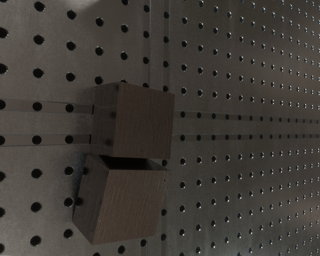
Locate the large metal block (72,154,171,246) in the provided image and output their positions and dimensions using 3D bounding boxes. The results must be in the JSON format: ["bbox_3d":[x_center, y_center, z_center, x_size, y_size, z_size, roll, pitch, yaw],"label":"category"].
[{"bbox_3d":[-0.043,0.077,0.348,0.081,0.050,0.079,8,99,-40],"label":"large metal block"}]

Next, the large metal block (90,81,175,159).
[{"bbox_3d":[-0.031,-0.006,0.368,0.081,0.050,0.080,8,85,-40],"label":"large metal block"}]
